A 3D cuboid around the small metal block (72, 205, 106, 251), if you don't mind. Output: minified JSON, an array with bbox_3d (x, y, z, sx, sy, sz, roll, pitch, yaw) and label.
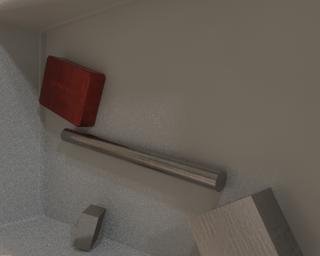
[{"bbox_3d":[-0.105,0.148,0.466,0.025,0.050,0.050,16,90,2],"label":"small metal block"}]

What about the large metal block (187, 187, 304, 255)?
[{"bbox_3d":[0.087,0.116,0.318,0.080,0.050,0.080,-33,70,34],"label":"large metal block"}]

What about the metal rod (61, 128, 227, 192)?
[{"bbox_3d":[-0.046,0.036,0.442,0.300,0.025,0.025,12,98,39],"label":"metal rod"}]

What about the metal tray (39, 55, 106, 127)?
[{"bbox_3d":[-0.153,-0.064,0.527,0.130,0.030,0.089,26,106,36],"label":"metal tray"}]
